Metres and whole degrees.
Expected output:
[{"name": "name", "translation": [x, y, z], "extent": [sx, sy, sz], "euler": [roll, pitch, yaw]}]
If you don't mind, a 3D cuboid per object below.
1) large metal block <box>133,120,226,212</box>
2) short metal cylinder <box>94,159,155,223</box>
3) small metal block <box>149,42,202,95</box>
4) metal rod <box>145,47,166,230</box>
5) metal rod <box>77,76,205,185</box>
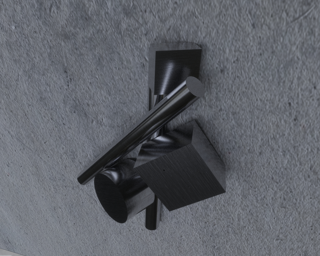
[{"name": "large metal block", "translation": [0.027, 0.049, 0.389], "extent": [0.080, 0.050, 0.080], "euler": [-26, 114, 24]}, {"name": "short metal cylinder", "translation": [-0.054, 0.093, 0.462], "extent": [0.080, 0.050, 0.079], "euler": [27, 129, 39]}, {"name": "small metal block", "translation": [0.016, -0.066, 0.343], "extent": [0.050, 0.025, 0.050], "euler": [-6, 123, -14]}, {"name": "metal rod", "translation": [-0.007, 0.035, 0.433], "extent": [0.025, 0.025, 0.298], "euler": [16, 125, 19]}, {"name": "metal rod", "translation": [-0.047, 0.022, 0.424], "extent": [0.025, 0.025, 0.299], "euler": [47, 136, -5]}]
